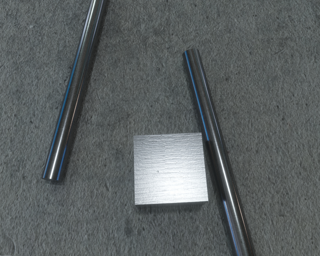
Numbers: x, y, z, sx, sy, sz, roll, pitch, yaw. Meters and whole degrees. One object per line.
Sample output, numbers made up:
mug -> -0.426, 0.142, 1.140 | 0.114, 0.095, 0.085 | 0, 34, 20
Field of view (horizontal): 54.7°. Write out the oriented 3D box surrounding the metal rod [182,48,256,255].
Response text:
metal rod -> 0.073, 0.030, 0.397 | 0.025, 0.025, 0.299 | -10, 70, -4

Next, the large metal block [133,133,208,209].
large metal block -> 0.011, 0.053, 0.376 | 0.081, 0.050, 0.080 | -3, 70, -1

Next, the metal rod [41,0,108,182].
metal rod -> -0.113, -0.074, 0.433 | 0.025, 0.025, 0.299 | 8, 70, 2
